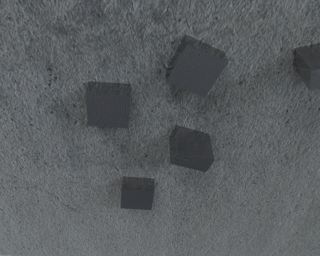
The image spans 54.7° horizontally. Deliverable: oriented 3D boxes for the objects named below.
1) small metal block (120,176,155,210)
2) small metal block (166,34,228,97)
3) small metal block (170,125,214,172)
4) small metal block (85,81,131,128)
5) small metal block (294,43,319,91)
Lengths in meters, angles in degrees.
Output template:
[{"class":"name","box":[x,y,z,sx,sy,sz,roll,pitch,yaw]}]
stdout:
[{"class":"small metal block","box":[-0.036,0.105,0.496,0.050,0.025,0.050,5,130,-5]},{"class":"small metal block","box":[0.040,-0.069,0.349,0.050,0.025,0.050,19,128,-16]},{"class":"small metal block","box":[0.041,0.027,0.414,0.050,0.050,0.025,15,128,-13]},{"class":"small metal block","box":[-0.063,-0.028,0.382,0.050,0.025,0.050,4,130,-4]},{"class":"small metal block","box":[0.179,-0.069,0.334,0.050,0.050,0.025,-10,129,8]}]
